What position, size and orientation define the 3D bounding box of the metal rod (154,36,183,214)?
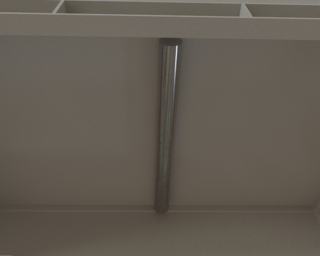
[{"bbox_3d":[0.007,0.021,0.426,0.025,0.025,0.298,1,130,-2],"label":"metal rod"}]
